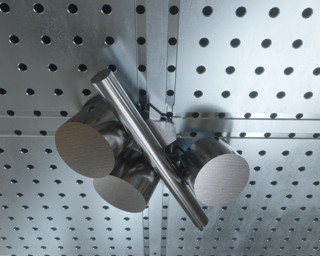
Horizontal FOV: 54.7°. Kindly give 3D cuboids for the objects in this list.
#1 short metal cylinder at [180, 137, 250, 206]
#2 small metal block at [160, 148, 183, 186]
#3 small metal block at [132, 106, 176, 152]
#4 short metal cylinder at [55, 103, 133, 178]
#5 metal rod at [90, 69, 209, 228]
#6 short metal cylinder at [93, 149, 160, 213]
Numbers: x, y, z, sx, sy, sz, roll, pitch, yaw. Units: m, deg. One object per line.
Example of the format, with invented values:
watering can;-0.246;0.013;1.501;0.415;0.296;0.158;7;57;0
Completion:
short metal cylinder;0.074;0.059;0.424;0.081;0.050;0.079;-8;116;-17
small metal block;0.023;0.064;0.462;0.050;0.025;0.050;-33;123;24
small metal block;-0.014;0.006;0.412;0.050;0.025;0.050;-36;122;26
short metal cylinder;-0.081;0.015;0.385;0.080;0.050;0.079;11;123;17
metal rod;0.002;0.048;0.414;0.025;0.025;0.299;-20;127;16
short metal cylinder;-0.046;0.074;0.435;0.080;0.050;0.079;16;137;16
